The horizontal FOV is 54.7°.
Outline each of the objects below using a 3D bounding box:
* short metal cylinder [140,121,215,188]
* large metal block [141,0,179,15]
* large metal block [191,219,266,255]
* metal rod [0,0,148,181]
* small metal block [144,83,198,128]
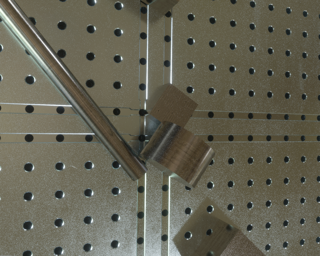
[{"bbox_3d":[0.022,0.034,0.393,0.080,0.080,0.050,37,78,-17],"label":"short metal cylinder"},{"bbox_3d":[-0.003,-0.209,0.399,0.080,0.050,0.080,27,81,-18],"label":"large metal block"},{"bbox_3d":[0.098,0.192,0.438,0.080,0.050,0.080,46,76,-15],"label":"large metal block"},{"bbox_3d":[-0.114,-0.056,0.370,0.025,0.025,0.299,-40,103,-16],"label":"metal rod"},{"bbox_3d":[0.015,-0.025,0.419,0.050,0.025,0.050,36,78,-17],"label":"small metal block"}]
